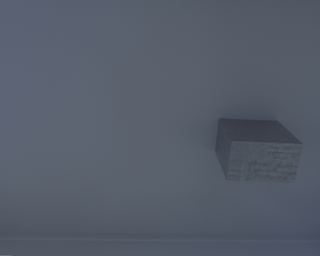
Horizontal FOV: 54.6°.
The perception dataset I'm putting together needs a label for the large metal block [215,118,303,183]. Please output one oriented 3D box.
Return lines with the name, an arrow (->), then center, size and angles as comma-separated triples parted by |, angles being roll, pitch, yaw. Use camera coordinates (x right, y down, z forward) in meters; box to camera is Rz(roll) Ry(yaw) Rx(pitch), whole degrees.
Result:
large metal block -> 0.119, 0.026, 0.392 | 0.080, 0.080, 0.050 | 3, 110, -1
